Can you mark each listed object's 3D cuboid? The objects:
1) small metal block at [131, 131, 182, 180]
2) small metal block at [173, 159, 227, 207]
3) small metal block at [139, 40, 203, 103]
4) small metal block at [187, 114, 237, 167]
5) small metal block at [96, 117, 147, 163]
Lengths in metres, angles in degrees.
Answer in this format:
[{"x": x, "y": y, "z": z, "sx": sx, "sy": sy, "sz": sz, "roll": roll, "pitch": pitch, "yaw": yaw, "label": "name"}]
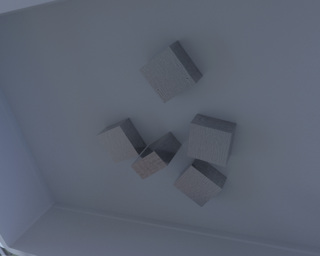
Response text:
[{"x": -0.004, "y": 0.037, "z": 0.418, "sx": 0.025, "sy": 0.050, "sz": 0.050, "roll": 49, "pitch": 129, "yaw": -7, "label": "small metal block"}, {"x": 0.054, "y": 0.073, "z": 0.425, "sx": 0.050, "sy": 0.025, "sz": 0.050, "roll": 38, "pitch": 129, "yaw": 2, "label": "small metal block"}, {"x": 0.013, "y": -0.065, "z": 0.362, "sx": 0.050, "sy": 0.025, "sz": 0.050, "roll": -30, "pitch": 102, "yaw": 38, "label": "small metal block"}, {"x": 0.064, "y": 0.015, "z": 0.384, "sx": 0.050, "sy": 0.025, "sz": 0.050, "roll": 15, "pitch": 125, "yaw": 19, "label": "small metal block"}, {"x": -0.056, "y": 0.019, "z": 0.450, "sx": 0.050, "sy": 0.025, "sz": 0.050, "roll": -21, "pitch": 107, "yaw": 36, "label": "small metal block"}]
